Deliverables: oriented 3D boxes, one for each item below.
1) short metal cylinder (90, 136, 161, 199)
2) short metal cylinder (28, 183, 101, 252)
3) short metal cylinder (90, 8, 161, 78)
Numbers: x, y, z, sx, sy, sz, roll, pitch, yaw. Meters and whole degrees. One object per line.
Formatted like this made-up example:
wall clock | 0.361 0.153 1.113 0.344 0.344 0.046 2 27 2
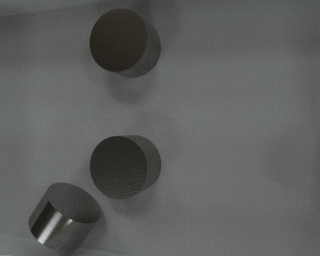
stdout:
short metal cylinder | -0.045 0.050 0.412 0.080 0.050 0.079 0 90 19
short metal cylinder | -0.129 0.120 0.425 0.080 0.080 0.050 38 102 16
short metal cylinder | -0.045 -0.110 0.412 0.080 0.050 0.079 0 90 19
